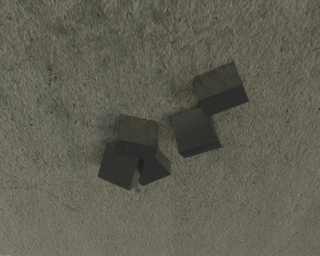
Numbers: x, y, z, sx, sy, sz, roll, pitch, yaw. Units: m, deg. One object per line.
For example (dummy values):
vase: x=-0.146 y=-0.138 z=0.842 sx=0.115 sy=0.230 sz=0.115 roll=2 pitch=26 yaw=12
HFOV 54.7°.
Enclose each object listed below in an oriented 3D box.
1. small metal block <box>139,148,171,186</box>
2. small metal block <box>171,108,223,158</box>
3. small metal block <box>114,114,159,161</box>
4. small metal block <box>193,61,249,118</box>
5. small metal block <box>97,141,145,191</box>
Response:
small metal block: x=-0.018 y=0.053 z=0.452 sx=0.050 sy=0.025 sz=0.050 roll=-25 pitch=126 yaw=20
small metal block: x=0.046 y=0.005 z=0.392 sx=0.050 sy=0.050 sz=0.025 roll=-18 pitch=153 yaw=14
small metal block: x=-0.029 y=0.012 z=0.400 sx=0.050 sy=0.050 sz=0.025 roll=12 pitch=129 yaw=-10
small metal block: x=0.068 y=-0.045 z=0.353 sx=0.050 sy=0.050 sz=0.025 roll=-20 pitch=127 yaw=16
small metal block: x=-0.052 y=0.050 z=0.423 sx=0.050 sy=0.025 sz=0.050 roll=20 pitch=100 yaw=18
